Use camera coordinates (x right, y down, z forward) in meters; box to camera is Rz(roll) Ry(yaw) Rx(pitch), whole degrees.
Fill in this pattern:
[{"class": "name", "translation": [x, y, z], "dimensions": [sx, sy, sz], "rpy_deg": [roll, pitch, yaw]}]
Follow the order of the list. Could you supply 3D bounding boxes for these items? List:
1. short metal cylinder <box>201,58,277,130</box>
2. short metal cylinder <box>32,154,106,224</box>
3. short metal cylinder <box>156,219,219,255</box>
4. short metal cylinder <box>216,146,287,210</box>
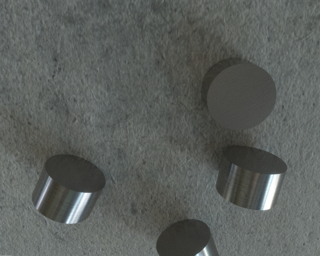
[{"class": "short metal cylinder", "translation": [0.095, -0.043, 0.382], "dimensions": [0.081, 0.050, 0.079], "rpy_deg": [0, 110, -1]}, {"class": "short metal cylinder", "translation": [-0.119, 0.078, 0.408], "dimensions": [0.080, 0.080, 0.050], "rpy_deg": [25, 108, -9]}, {"class": "short metal cylinder", "translation": [0.041, 0.179, 0.447], "dimensions": [0.080, 0.080, 0.050], "rpy_deg": [-18, 109, 6]}, {"class": "short metal cylinder", "translation": [0.118, 0.063, 0.405], "dimensions": [0.081, 0.080, 0.050], "rpy_deg": [7, 110, -3]}]
